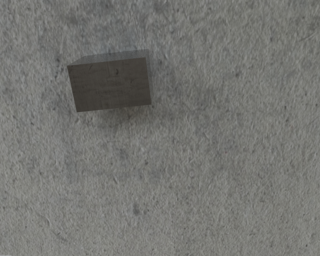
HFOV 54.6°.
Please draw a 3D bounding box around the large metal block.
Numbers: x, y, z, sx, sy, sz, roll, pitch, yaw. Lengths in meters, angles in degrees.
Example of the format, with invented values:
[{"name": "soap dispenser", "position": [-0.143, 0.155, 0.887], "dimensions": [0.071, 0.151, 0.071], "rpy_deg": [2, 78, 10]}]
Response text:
[{"name": "large metal block", "position": [-0.052, -0.058, 0.359], "dimensions": [0.080, 0.080, 0.050], "rpy_deg": [-6, 110, 2]}]
